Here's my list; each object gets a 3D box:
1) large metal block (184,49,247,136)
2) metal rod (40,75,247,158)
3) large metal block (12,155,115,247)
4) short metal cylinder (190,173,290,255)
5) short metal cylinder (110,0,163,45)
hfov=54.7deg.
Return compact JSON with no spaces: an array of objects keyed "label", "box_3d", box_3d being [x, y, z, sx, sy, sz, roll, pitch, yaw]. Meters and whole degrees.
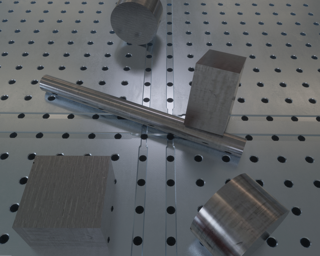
[{"label":"large metal block","box_3d":[0.072,-0.048,0.397,0.050,0.079,0.080,16,29,13]},{"label":"metal rod","box_3d":[-0.033,-0.021,0.424,0.301,0.025,0.025,19,53,15]},{"label":"large metal block","box_3d":[-0.094,0.076,0.327,0.080,0.050,0.080,0,50,0]},{"label":"short metal cylinder","box_3d":[0.076,0.090,0.297,0.081,0.080,0.050,-32,57,-24]},{"label":"short metal cylinder","box_3d":[-0.039,-0.191,0.532,0.080,0.080,0.050,8,51,7]}]
